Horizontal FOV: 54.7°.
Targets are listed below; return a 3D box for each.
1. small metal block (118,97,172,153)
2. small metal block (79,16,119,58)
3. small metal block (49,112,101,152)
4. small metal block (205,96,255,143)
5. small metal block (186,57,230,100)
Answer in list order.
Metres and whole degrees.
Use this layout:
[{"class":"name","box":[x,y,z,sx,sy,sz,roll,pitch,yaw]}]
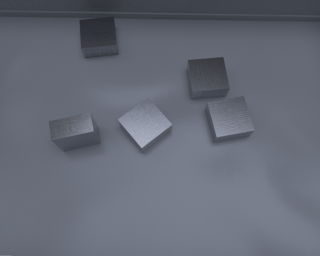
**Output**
[{"class":"small metal block","box":[-0.019,-0.004,0.411,0.050,0.025,0.050,-38,75,-13]},{"class":"small metal block","box":[-0.090,-0.134,0.457,0.050,0.025,0.050,-7,70,-3]},{"class":"small metal block","box":[-0.106,0.006,0.393,0.050,0.050,0.025,-13,71,-5]},{"class":"small metal block","box":[0.092,-0.011,0.415,0.050,0.025,0.050,-10,70,-4]},{"class":"small metal block","box":[0.066,-0.070,0.436,0.050,0.025,0.050,-5,70,-3]}]
